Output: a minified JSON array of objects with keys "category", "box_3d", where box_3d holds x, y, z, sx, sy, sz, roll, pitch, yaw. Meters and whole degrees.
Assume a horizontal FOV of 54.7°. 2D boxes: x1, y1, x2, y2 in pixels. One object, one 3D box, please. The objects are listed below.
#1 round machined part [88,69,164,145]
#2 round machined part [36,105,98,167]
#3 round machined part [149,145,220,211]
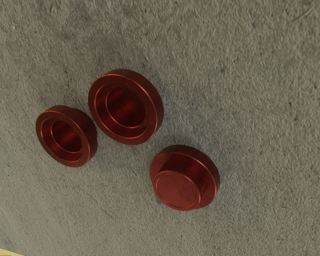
[{"category":"round machined part","box_3d":[-0.039,-0.030,0.398,0.098,0.042,0.097,13,124,21]},{"category":"round machined part","box_3d":[-0.136,0.008,0.473,0.098,0.042,0.097,13,124,21]},{"category":"round machined part","box_3d":[0.029,0.075,0.427,0.098,0.042,0.097,13,124,21]}]
